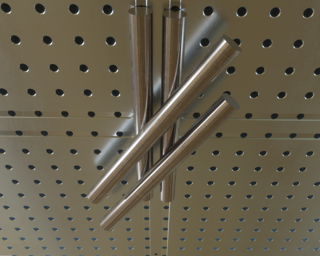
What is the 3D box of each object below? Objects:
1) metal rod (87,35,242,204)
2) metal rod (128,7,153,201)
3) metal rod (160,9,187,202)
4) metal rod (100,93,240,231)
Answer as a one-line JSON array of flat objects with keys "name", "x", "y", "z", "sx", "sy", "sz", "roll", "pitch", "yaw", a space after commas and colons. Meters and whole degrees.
[{"name": "metal rod", "x": -0.013, "y": 0.009, "z": 0.387, "sx": 0.025, "sy": 0.025, "sz": 0.299, "roll": 28, "pitch": 125, "yaw": -22}, {"name": "metal rod", "x": -0.022, "y": -0.004, "z": 0.408, "sx": 0.025, "sy": 0.025, "sz": 0.298, "roll": 0, "pitch": 130, "yaw": -1}, {"name": "metal rod", "x": 0.013, "y": -0.002, "z": 0.410, "sx": 0.025, "sy": 0.025, "sz": 0.298, "roll": 0, "pitch": 130, "yaw": -1}, {"name": "metal rod", "x": -0.003, "y": 0.064, "z": 0.432, "sx": 0.025, "sy": 0.025, "sz": 0.299, "roll": 28, "pitch": 125, "yaw": -22}]
